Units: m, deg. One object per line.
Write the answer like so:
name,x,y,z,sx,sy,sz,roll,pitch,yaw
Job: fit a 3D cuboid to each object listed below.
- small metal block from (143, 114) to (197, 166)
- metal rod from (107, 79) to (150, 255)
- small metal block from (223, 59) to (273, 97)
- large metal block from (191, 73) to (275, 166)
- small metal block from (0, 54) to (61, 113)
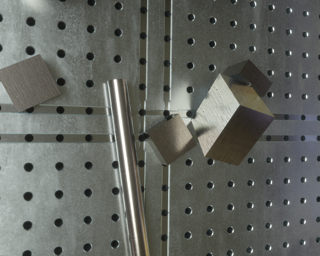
small metal block,0.013,0.015,0.419,0.050,0.025,0.050,-34,101,-17
metal rod,-0.036,0.087,0.400,0.025,0.025,0.298,-8,93,-20
small metal block,0.123,-0.067,0.446,0.050,0.050,0.025,39,75,-16
large metal block,0.089,-0.012,0.401,0.050,0.080,0.079,17,121,-20
small metal block,-0.150,-0.050,0.357,0.050,0.025,0.050,-28,100,-18
